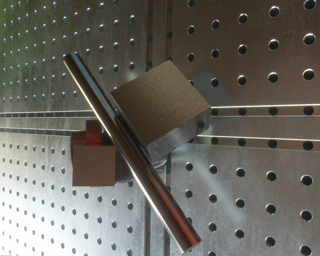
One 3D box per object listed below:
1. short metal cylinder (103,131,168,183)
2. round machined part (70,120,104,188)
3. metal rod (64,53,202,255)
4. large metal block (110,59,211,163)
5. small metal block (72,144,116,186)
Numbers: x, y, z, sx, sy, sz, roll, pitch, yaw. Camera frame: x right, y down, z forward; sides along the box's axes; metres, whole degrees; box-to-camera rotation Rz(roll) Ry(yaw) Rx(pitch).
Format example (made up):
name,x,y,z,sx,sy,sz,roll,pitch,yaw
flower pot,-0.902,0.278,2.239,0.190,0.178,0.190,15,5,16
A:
name,x,y,z,sx,sy,sz,roll,pitch,yaw
short metal cylinder,-0.036,0.031,0.418,0.080,0.050,0.079,0,90,40
round machined part,-0.104,0.037,0.446,0.098,0.042,0.097,177,89,-78
metal rod,-0.047,0.012,0.378,0.025,0.025,0.300,-51,61,28
large metal block,0.001,-0.020,0.359,0.080,0.050,0.080,-31,63,-11
small metal block,-0.082,0.046,0.388,0.025,0.050,0.050,-166,78,-80
